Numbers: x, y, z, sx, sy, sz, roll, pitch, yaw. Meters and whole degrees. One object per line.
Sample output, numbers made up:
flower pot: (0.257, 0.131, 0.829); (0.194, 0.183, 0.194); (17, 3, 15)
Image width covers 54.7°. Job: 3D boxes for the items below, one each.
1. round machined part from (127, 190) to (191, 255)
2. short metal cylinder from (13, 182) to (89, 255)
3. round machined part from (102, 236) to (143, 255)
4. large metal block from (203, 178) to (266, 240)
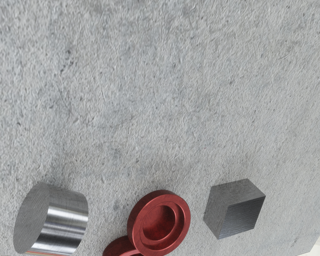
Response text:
round machined part: (-0.005, 0.140, 0.469); (0.099, 0.042, 0.097); (-7, 103, -29)
short metal cylinder: (-0.130, 0.110, 0.369); (0.050, 0.080, 0.080); (28, 103, -38)
round machined part: (-0.054, 0.213, 0.500); (0.099, 0.042, 0.097); (-14, 125, -21)
large metal block: (0.131, 0.144, 0.554); (0.081, 0.050, 0.079); (-7, 122, -25)
